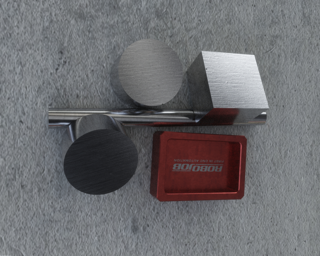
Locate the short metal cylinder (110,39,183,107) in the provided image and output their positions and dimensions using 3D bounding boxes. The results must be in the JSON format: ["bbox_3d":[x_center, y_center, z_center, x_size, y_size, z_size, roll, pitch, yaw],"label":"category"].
[{"bbox_3d":[-0.018,-0.066,0.390,0.081,0.050,0.080,0,90,-20],"label":"short metal cylinder"}]

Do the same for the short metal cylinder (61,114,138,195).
[{"bbox_3d":[-0.071,0.029,0.358,0.081,0.050,0.079,-8,113,-18],"label":"short metal cylinder"}]

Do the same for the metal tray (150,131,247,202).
[{"bbox_3d":[0.055,0.052,0.427,0.131,0.030,0.089,4,89,-20],"label":"metal tray"}]

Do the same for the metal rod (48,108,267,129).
[{"bbox_3d":[0.011,-0.014,0.416,0.303,0.025,0.025,-1,91,-20],"label":"metal rod"}]

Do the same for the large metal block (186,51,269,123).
[{"bbox_3d":[0.088,-0.053,0.416,0.081,0.050,0.080,-1,69,-20],"label":"large metal block"}]
